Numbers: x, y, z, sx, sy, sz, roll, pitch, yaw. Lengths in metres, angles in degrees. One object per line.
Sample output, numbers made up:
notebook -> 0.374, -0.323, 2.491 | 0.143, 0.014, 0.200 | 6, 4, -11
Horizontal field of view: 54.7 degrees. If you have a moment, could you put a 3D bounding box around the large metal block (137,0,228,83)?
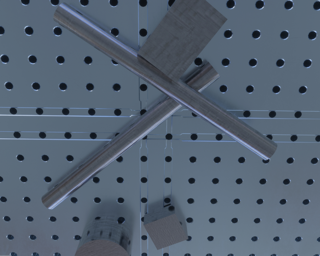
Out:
large metal block -> 0.022, -0.105, 0.345 | 0.050, 0.080, 0.080 | 36, 106, -12

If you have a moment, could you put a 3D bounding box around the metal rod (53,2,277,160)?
metal rod -> 0.009, -0.053, 0.370 | 0.301, 0.025, 0.025 | 33, 107, -3

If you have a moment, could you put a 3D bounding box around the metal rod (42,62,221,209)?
metal rod -> -0.047, 0.017, 0.419 | 0.300, 0.025, 0.025 | -38, 106, 12

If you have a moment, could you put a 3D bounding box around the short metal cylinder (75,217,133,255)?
short metal cylinder -> -0.083, 0.184, 0.467 | 0.081, 0.050, 0.079 | 0, 110, 0

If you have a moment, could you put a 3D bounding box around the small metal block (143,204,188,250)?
small metal block -> 0.009, 0.150, 0.469 | 0.050, 0.025, 0.050 | -23, 109, 8
